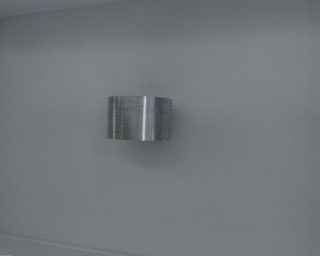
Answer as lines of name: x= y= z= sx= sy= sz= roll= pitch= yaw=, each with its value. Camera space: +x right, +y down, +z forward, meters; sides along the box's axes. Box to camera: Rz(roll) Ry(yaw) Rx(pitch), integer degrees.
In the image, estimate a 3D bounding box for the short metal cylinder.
short metal cylinder: x=-0.025 y=-0.012 z=0.387 sx=0.080 sy=0.080 sz=0.050 roll=2 pitch=91 yaw=20
